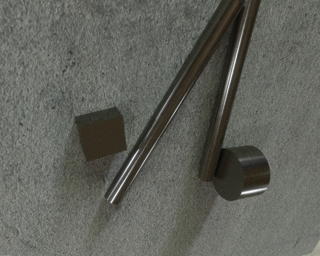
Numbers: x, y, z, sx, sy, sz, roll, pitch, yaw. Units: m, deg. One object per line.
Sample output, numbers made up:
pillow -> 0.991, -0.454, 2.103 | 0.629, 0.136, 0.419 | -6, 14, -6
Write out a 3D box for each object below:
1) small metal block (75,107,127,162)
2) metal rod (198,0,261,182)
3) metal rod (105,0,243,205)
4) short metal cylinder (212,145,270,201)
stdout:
small metal block -> -0.070, 0.007, 0.373 | 0.050, 0.025, 0.050 | -16, 125, -20
metal rod -> 0.093, -0.052, 0.425 | 0.025, 0.025, 0.298 | -6, 121, -26
metal rod -> 0.010, -0.025, 0.396 | 0.025, 0.025, 0.299 | 21, 107, -36
short metal cylinder -> 0.122, 0.069, 0.481 | 0.050, 0.080, 0.079 | -4, 120, -27
